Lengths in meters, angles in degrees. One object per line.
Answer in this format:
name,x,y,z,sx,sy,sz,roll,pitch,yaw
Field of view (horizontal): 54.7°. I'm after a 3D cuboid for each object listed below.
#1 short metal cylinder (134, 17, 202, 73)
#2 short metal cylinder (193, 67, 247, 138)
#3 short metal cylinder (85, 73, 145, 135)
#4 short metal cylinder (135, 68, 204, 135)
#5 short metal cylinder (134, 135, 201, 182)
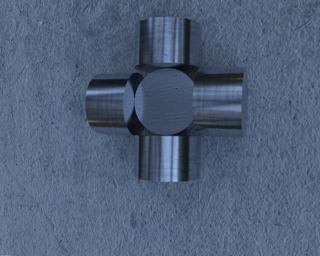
short metal cylinder,0.010,-0.097,0.376,0.080,0.080,0.050,2,91,19
short metal cylinder,0.072,-0.029,0.355,0.050,0.080,0.079,2,91,20
short metal cylinder,-0.052,-0.031,0.399,0.050,0.080,0.079,2,91,20
short metal cylinder,0.015,-0.031,0.391,0.080,0.050,0.079,0,90,19
short metal cylinder,0.009,0.034,0.377,0.080,0.080,0.050,1,90,19
